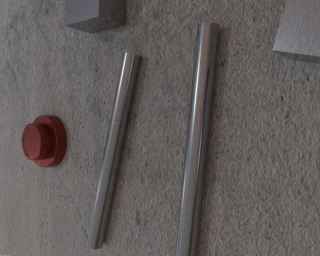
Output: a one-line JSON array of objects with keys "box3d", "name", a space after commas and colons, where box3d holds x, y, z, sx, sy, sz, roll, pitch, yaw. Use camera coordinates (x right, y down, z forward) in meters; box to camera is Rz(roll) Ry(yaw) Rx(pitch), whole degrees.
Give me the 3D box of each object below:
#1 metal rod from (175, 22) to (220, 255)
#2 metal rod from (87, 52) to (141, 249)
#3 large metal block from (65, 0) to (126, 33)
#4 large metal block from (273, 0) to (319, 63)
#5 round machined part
[{"box3d": [0.043, 0.030, 0.368, 0.025, 0.025, 0.298, 9, 95, 39], "name": "metal rod"}, {"box3d": [-0.071, 0.040, 0.460, 0.025, 0.025, 0.298, 20, 102, 38], "name": "metal rod"}, {"box3d": [-0.098, -0.194, 0.467, 0.080, 0.050, 0.079, 3, 92, 39], "name": "large metal block"}, {"box3d": [0.154, -0.096, 0.261, 0.080, 0.050, 0.079, 21, 103, 38], "name": "large metal block"}, {"box3d": [-0.218, 0.025, 0.570, 0.098, 0.042, 0.097, 0, 90, 39], "name": "round machined part"}]
